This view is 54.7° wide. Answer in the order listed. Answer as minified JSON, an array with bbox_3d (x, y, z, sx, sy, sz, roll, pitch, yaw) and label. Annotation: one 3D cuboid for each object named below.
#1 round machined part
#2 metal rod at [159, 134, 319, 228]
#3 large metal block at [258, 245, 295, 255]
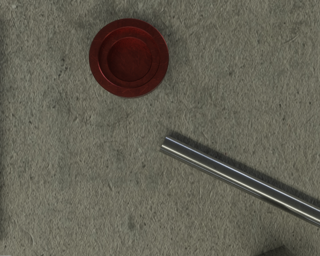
[{"bbox_3d":[-0.038,-0.087,0.401,0.099,0.042,0.097,0,90,-1],"label":"round machined part"},{"bbox_3d":[0.140,0.085,0.411,0.301,0.025,0.025,26,90,-1],"label":"metal rod"},{"bbox_3d":[0.162,0.207,0.385,0.050,0.080,0.080,-21,90,0],"label":"large metal block"}]
